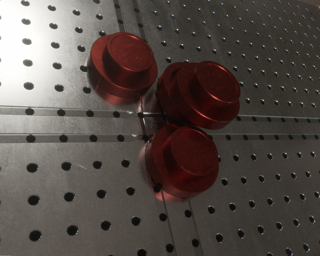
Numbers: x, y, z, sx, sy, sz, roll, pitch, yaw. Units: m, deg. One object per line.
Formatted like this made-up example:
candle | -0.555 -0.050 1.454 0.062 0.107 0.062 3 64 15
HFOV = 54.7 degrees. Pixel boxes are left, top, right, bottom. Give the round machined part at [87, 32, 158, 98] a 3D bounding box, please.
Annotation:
round machined part | -0.047 -0.094 0.430 0.099 0.042 0.098 14 56 -21

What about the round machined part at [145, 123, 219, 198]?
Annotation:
round machined part | 0.035 0.036 0.396 0.099 0.042 0.098 14 56 -21

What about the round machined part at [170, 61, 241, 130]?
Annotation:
round machined part | 0.066 -0.050 0.408 0.099 0.042 0.098 16 52 -21

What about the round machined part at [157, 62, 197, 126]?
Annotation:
round machined part | 0.039 -0.044 0.444 0.099 0.042 0.098 16 52 -21
